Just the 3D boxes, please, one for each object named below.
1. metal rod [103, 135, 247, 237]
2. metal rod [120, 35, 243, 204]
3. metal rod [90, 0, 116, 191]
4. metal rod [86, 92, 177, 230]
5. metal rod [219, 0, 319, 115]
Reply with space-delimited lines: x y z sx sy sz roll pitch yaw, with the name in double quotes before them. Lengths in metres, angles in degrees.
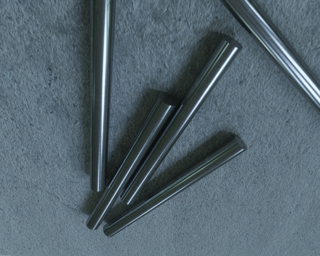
"metal rod" 0.009 0.104 0.495 0.025 0.025 0.299 36 122 -26
"metal rod" 0.012 0.011 0.415 0.025 0.025 0.298 20 127 -17
"metal rod" -0.075 -0.024 0.385 0.025 0.025 0.298 6 130 -6
"metal rod" -0.055 0.067 0.463 0.025 0.025 0.298 20 127 -16
"metal rod" 0.155 -0.065 0.352 0.301 0.025 0.025 37 121 -27
